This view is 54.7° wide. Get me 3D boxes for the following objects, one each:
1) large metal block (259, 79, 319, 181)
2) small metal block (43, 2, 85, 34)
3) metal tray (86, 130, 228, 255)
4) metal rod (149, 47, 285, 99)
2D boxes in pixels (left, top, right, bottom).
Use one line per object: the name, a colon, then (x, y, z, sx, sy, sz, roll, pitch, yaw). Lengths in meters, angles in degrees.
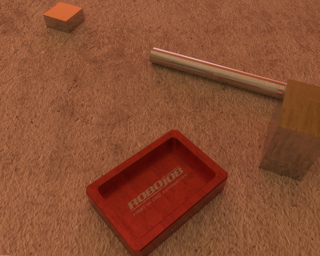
large metal block: (0.160, 0.003, 0.367, 0.050, 0.080, 0.080, 18, 52, 14)
small metal block: (-0.177, -0.204, 0.573, 0.050, 0.025, 0.050, 20, 53, 16)
metal tray: (-0.002, 0.067, 0.343, 0.131, 0.030, 0.090, -33, 58, -25)
metal rod: (0.126, -0.071, 0.464, 0.301, 0.025, 0.025, 19, 53, 15)
